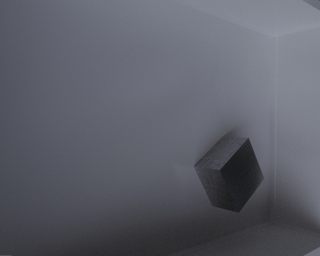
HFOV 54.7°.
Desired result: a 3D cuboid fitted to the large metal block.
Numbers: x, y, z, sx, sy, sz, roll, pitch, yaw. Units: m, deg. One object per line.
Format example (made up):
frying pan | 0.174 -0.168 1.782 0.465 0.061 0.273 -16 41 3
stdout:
large metal block | 0.109 0.070 0.482 0.080 0.050 0.080 -40 115 -33
